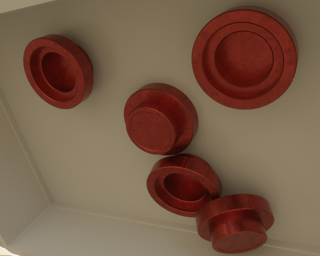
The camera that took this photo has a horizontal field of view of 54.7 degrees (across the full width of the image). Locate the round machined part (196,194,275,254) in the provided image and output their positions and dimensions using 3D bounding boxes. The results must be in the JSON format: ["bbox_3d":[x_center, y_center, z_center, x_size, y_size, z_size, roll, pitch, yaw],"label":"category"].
[{"bbox_3d":[0.097,0.128,0.397,0.099,0.042,0.097,-3,137,-3],"label":"round machined part"}]

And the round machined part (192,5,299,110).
[{"bbox_3d":[0.085,-0.071,0.309,0.098,0.042,0.097,13,124,21],"label":"round machined part"}]

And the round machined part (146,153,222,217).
[{"bbox_3d":[0.035,0.073,0.417,0.098,0.042,0.097,11,131,14],"label":"round machined part"}]

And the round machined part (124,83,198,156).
[{"bbox_3d":[-0.004,-0.005,0.397,0.098,0.042,0.097,13,124,21],"label":"round machined part"}]

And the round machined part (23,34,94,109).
[{"bbox_3d":[-0.131,-0.078,0.418,0.098,0.042,0.097,13,124,21],"label":"round machined part"}]
